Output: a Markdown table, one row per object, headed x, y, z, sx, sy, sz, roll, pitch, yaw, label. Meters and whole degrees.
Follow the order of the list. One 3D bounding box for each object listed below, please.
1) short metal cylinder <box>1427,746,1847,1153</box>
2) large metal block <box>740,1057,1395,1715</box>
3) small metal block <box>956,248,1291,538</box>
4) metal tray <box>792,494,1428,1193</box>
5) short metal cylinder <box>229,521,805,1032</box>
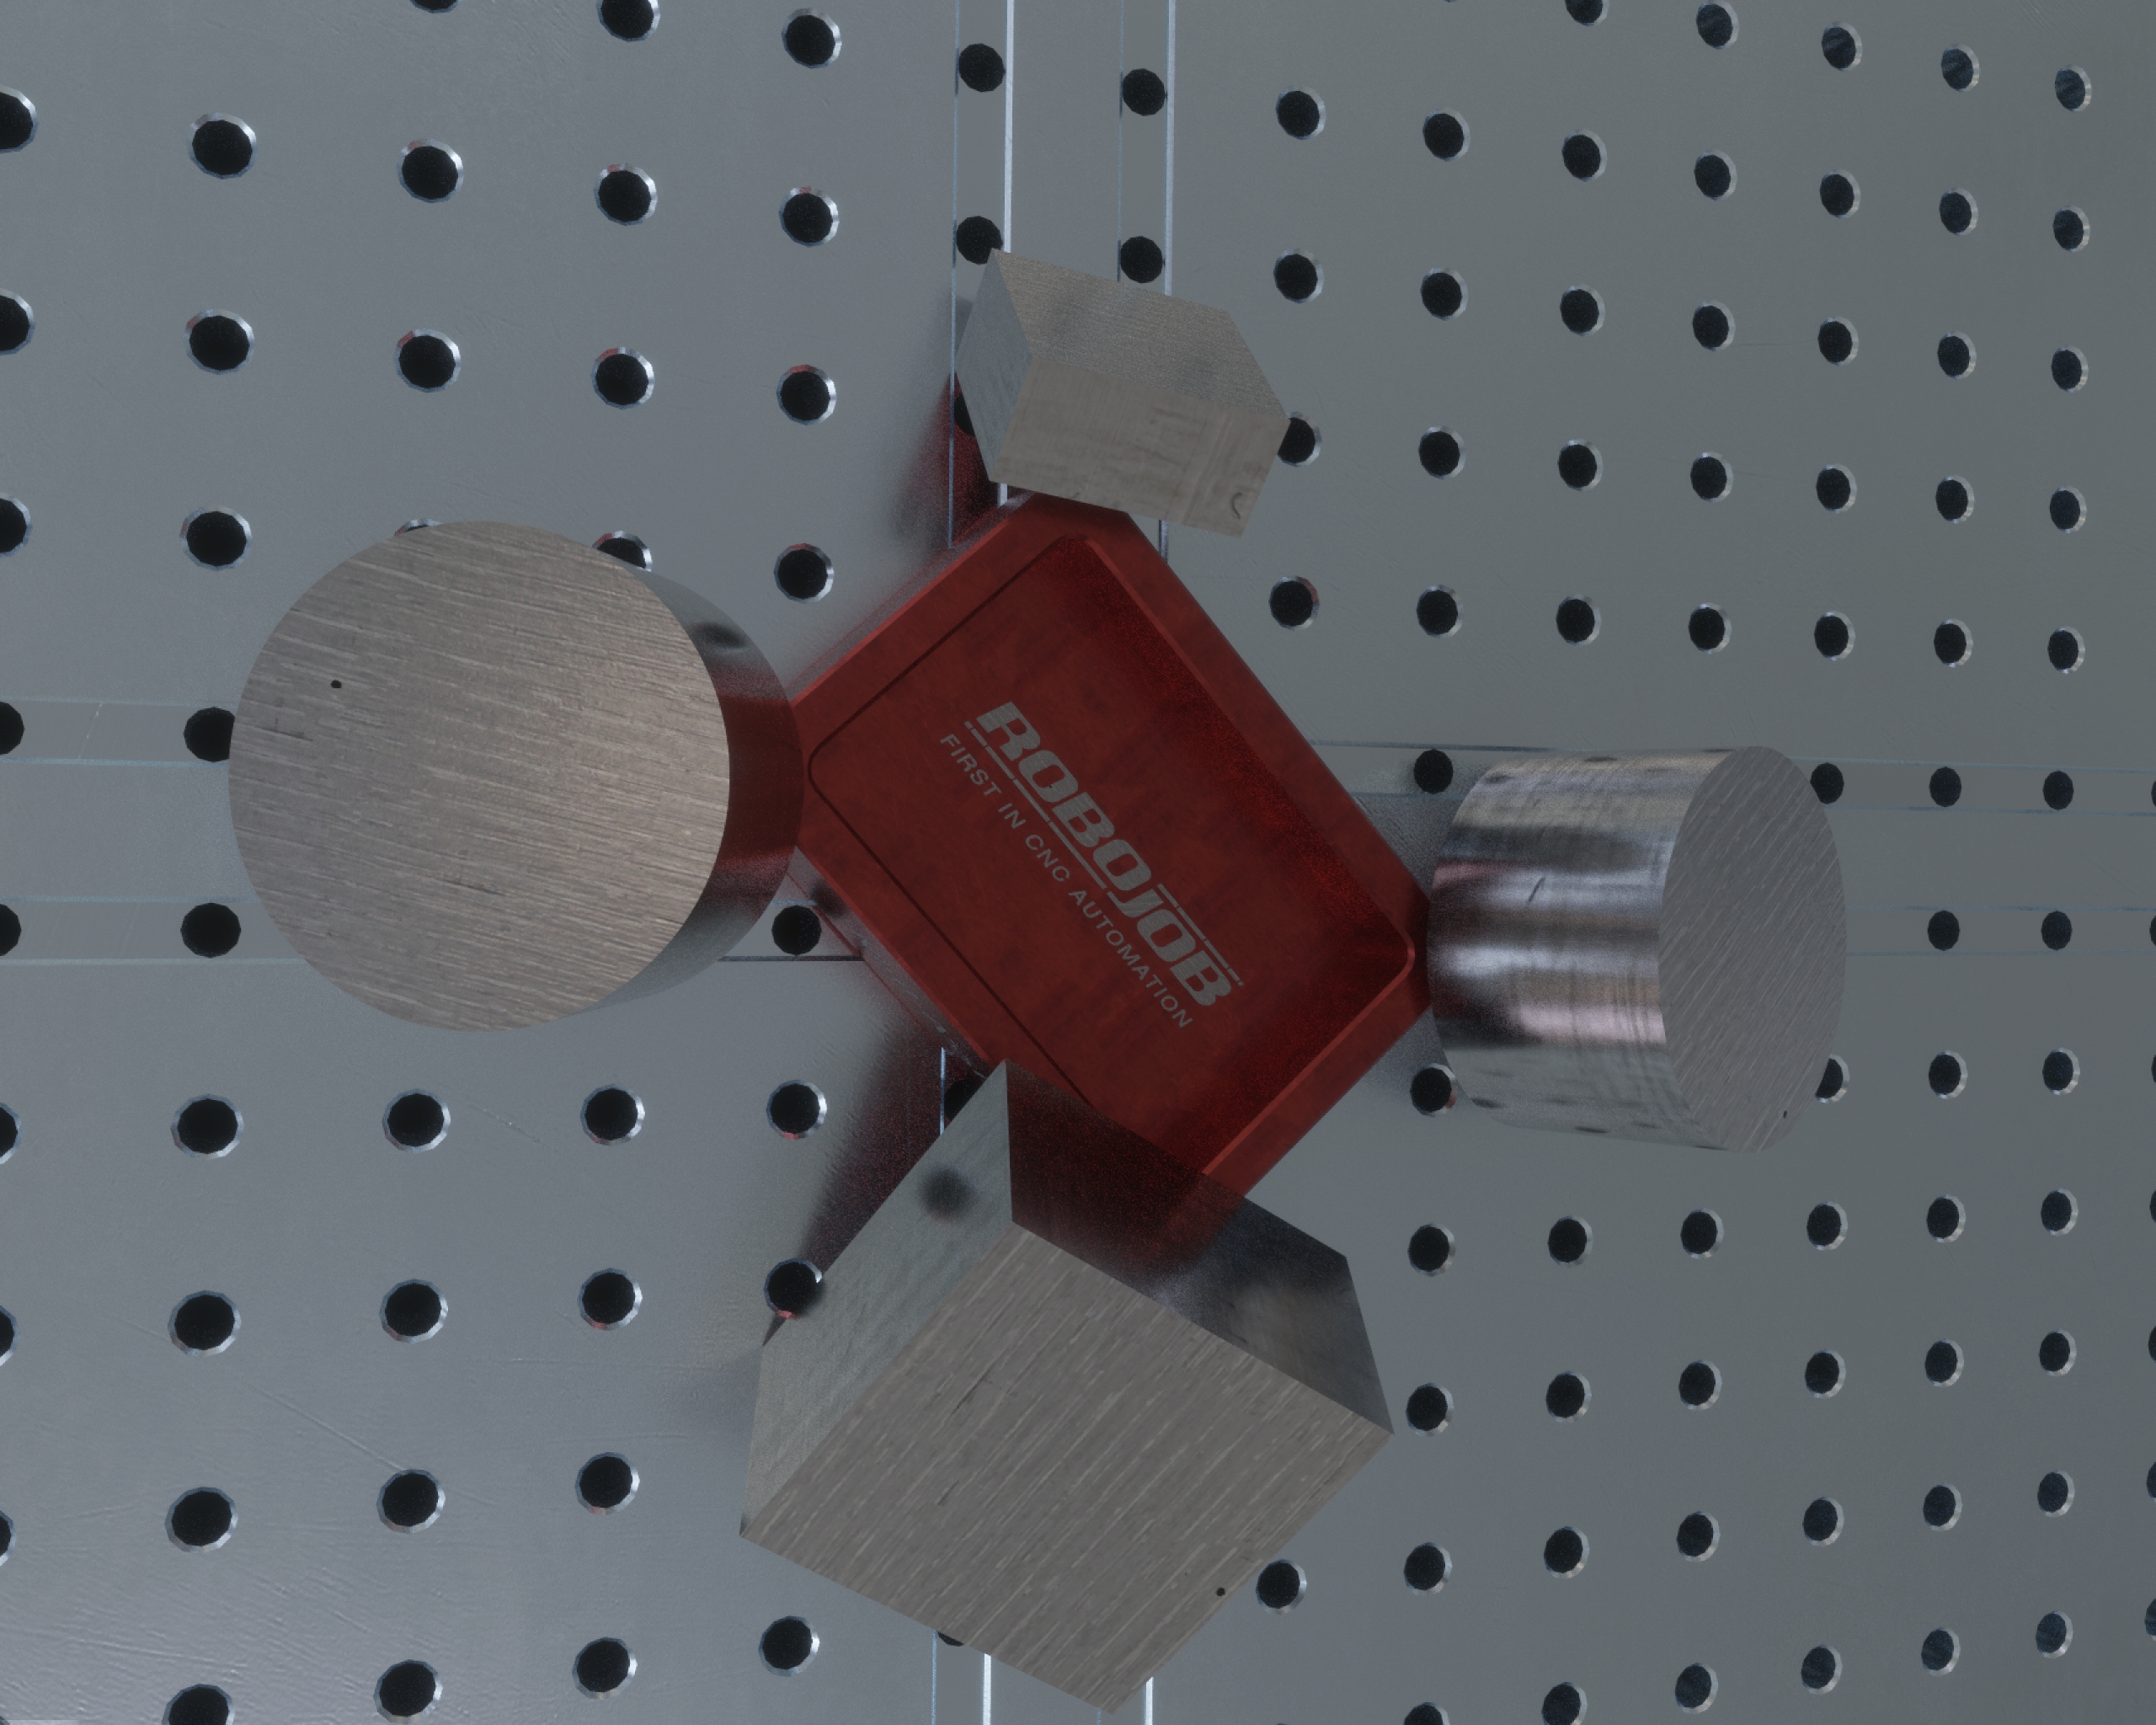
| x | y | z | sx | sy | sz | roll | pitch | yaw | label |
| --- | --- | --- | --- | --- | --- | --- | --- | --- | --- |
| 0.115 | 0.017 | 0.425 | 0.081 | 0.050 | 0.079 | -1 | 91 | -46 | short metal cylinder |
| -0.003 | 0.096 | 0.380 | 0.080 | 0.050 | 0.080 | 33 | 110 | -18 | large metal block |
| 0.007 | -0.090 | 0.399 | 0.050 | 0.050 | 0.025 | 10 | 125 | -20 | small metal block |
| 0.004 | 0.001 | 0.411 | 0.090 | 0.030 | 0.130 | -43 | 104 | -15 | metal tray |
| -0.091 | -0.014 | 0.350 | 0.080 | 0.050 | 0.079 | 0 | 91 | 5 | short metal cylinder |
